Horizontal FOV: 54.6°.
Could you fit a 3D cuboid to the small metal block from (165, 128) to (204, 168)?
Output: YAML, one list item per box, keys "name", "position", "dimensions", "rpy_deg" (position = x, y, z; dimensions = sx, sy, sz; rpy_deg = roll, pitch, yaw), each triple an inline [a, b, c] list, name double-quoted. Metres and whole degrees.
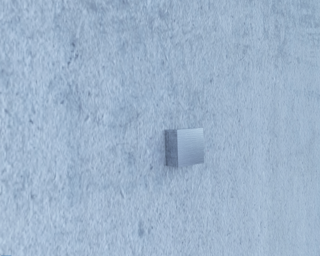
- name: "small metal block"
  position: [0.035, 0.026, 0.433]
  dimensions: [0.050, 0.025, 0.050]
  rpy_deg: [-4, 92, -40]
